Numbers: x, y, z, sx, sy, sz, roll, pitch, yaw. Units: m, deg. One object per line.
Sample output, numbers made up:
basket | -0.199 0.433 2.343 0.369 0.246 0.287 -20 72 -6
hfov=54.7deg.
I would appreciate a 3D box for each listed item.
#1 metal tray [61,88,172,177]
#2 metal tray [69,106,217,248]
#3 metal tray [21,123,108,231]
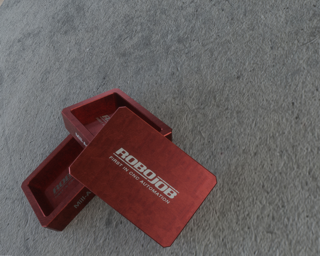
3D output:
metal tray | -0.058 0.001 0.403 0.091 0.030 0.130 -27 46 -28
metal tray | -0.017 0.050 0.333 0.130 0.030 0.090 38 81 1
metal tray | -0.120 0.062 0.425 0.130 0.030 0.090 -47 51 -5
